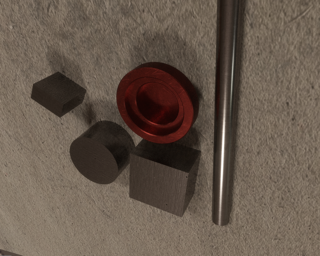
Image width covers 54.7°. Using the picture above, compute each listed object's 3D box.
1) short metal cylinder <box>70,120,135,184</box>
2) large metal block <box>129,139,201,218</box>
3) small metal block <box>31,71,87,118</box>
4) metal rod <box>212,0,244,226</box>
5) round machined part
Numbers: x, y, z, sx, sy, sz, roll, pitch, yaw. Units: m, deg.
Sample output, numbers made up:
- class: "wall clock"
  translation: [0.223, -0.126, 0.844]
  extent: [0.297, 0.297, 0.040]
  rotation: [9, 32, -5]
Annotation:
- class: "short metal cylinder"
  translation: [-0.083, 0.036, 0.455]
  extent: [0.080, 0.050, 0.079]
  rotation: [13, 124, 20]
- class: "large metal block"
  translation: [0.006, 0.065, 0.426]
  extent: [0.080, 0.050, 0.079]
  rotation: [17, 125, 18]
- class: "small metal block"
  translation: [-0.141, -0.048, 0.433]
  extent: [0.050, 0.050, 0.025]
  rotation: [34, 129, 6]
- class: "metal rod"
  translation: [0.077, 0.001, 0.366]
  extent: [0.025, 0.025, 0.298]
  rotation: [10, 123, 23]
- class: "round machined part"
  translation: [0.000, -0.033, 0.374]
  extent: [0.098, 0.042, 0.097]
  rotation: [13, 124, 20]
